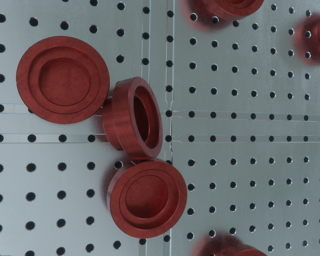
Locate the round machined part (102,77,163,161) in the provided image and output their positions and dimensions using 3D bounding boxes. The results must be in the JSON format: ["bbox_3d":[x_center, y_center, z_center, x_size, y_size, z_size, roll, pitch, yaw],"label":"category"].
[{"bbox_3d":[-0.034,-0.009,0.372,0.042,0.098,0.098,-11,95,19],"label":"round machined part"}]

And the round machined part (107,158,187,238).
[{"bbox_3d":[-0.019,0.084,0.393,0.099,0.042,0.097,-3,98,-20],"label":"round machined part"}]

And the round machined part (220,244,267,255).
[{"bbox_3d":[0.113,0.216,0.445,0.099,0.042,0.097,0,90,-20],"label":"round machined part"}]

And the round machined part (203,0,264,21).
[{"bbox_3d":[0.098,-0.200,0.439,0.099,0.042,0.097,0,90,-20],"label":"round machined part"}]

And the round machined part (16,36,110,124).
[{"bbox_3d":[-0.110,-0.052,0.360,0.099,0.042,0.097,1,88,-16],"label":"round machined part"}]
